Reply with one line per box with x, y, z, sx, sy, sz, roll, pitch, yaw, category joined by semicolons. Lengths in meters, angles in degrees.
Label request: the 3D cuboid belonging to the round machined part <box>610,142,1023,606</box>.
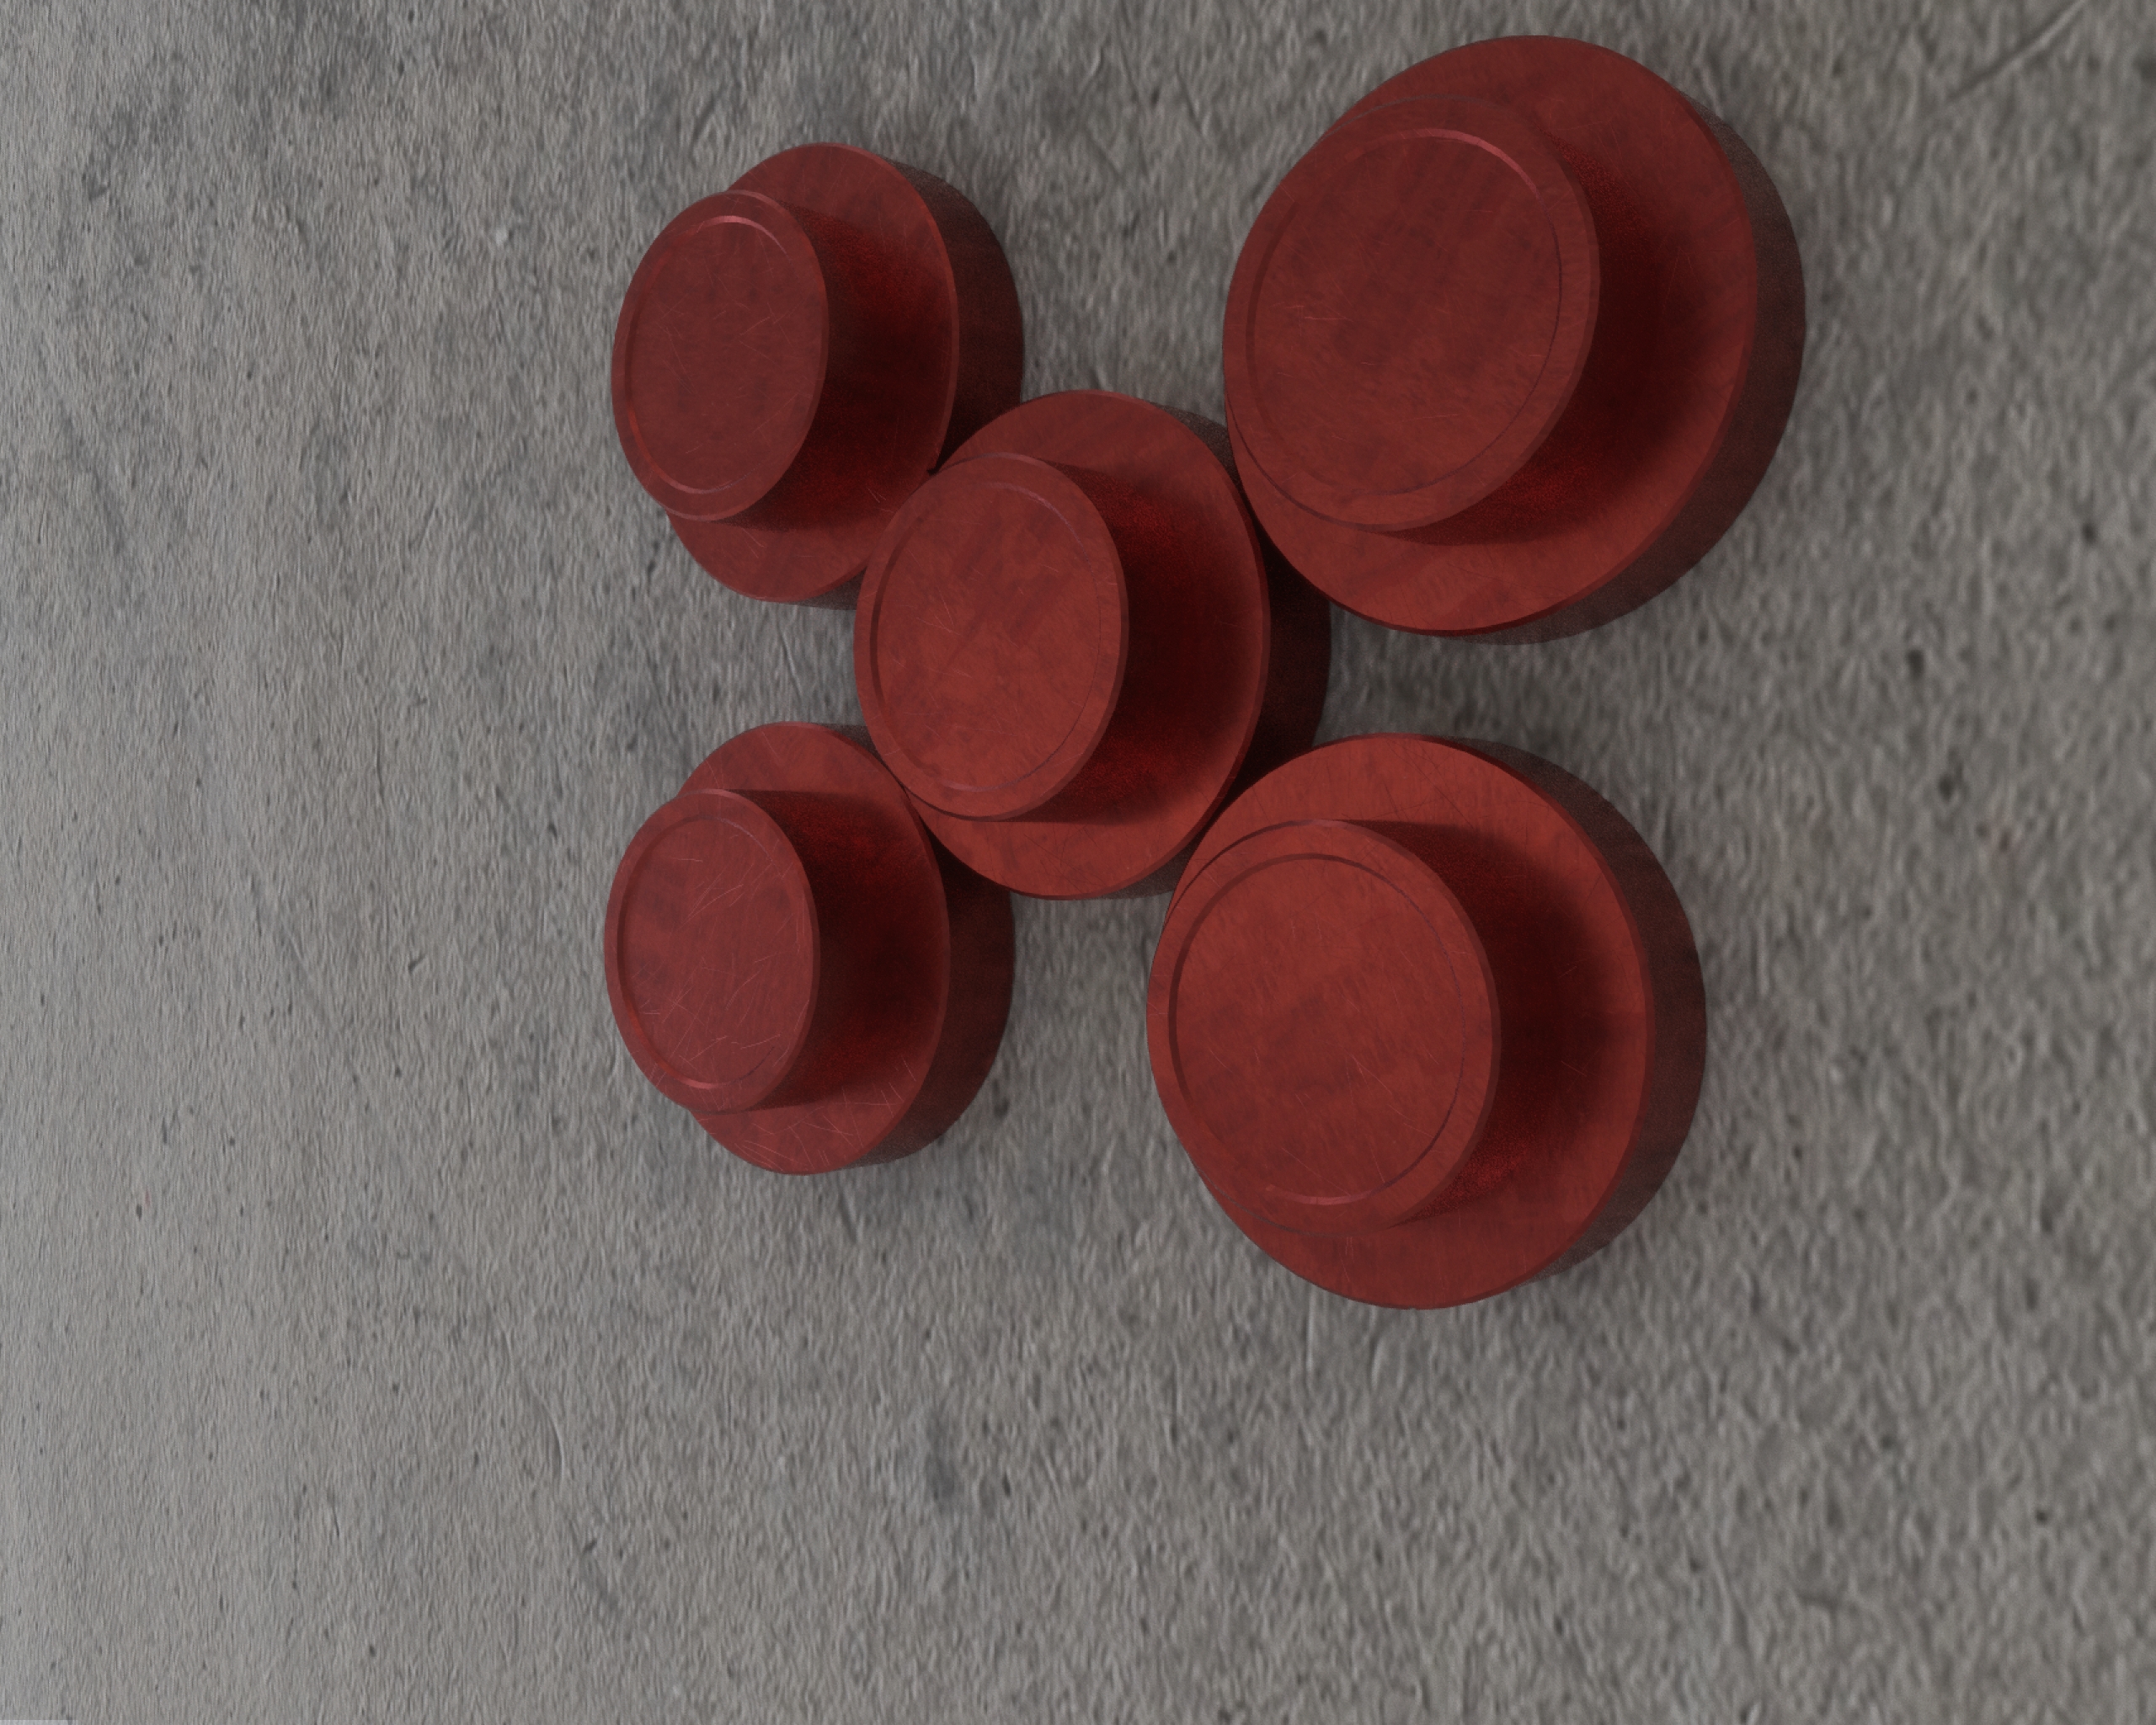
-0.062;-0.104;0.445;0.098;0.042;0.097;0;90;40;round machined part

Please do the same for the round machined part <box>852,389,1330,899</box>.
-0.005;-0.041;0.398;0.098;0.042;0.097;0;90;40;round machined part

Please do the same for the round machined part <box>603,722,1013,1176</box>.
-0.064;0.018;0.447;0.098;0.042;0.097;0;90;40;round machined part

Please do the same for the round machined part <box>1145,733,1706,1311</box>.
0.051;0.027;0.352;0.098;0.042;0.097;0;90;40;round machined part

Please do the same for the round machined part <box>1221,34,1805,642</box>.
0.063;-0.086;0.342;0.098;0.042;0.097;0;90;40;round machined part
